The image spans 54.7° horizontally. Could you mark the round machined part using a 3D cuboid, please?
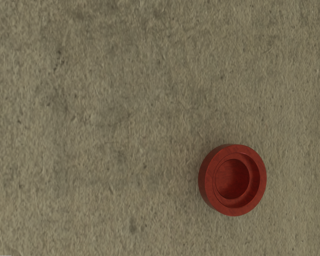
[{"bbox_3d":[0.097,0.071,0.438,0.099,0.042,0.097,0,90,-21],"label":"round machined part"}]
